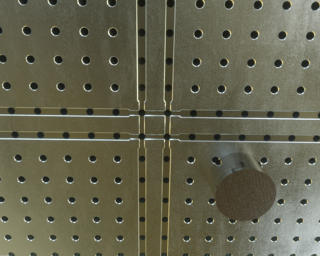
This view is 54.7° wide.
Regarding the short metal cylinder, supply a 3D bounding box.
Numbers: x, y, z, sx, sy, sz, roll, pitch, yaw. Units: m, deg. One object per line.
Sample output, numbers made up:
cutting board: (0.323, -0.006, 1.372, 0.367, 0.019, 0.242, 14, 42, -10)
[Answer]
short metal cylinder: (0.113, 0.081, 0.432, 0.081, 0.050, 0.079, 0, 110, -1)
